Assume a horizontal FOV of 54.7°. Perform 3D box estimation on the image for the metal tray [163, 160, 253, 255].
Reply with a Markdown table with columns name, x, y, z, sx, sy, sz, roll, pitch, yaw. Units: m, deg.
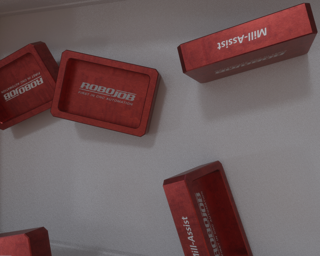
| name | x | y | z | sx | sy | sz | roll | pitch | yaw |
| --- | --- | --- | --- | --- | --- | --- | --- | --- | --- |
| metal tray | 0.058 | 0.109 | 0.352 | 0.030 | 0.091 | 0.129 | -22 | 82 | 35 |

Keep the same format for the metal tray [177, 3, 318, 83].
| name | x | y | z | sx | sy | sz | roll | pitch | yaw |
| --- | --- | --- | --- | --- | --- | --- | --- | --- | --- |
| metal tray | 0.095 | -0.086 | 0.342 | 0.130 | 0.090 | 0.030 | -14 | 86 | 19 |

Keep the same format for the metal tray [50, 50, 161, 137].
| name | x | y | z | sx | sy | sz | roll | pitch | yaw |
| --- | --- | --- | --- | --- | --- | --- | --- | --- | --- |
| metal tray | -0.072 | -0.046 | 0.416 | 0.131 | 0.030 | 0.089 | 13 | 95 | 5 |

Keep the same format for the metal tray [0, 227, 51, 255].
| name | x | y | z | sx | sy | sz | roll | pitch | yaw |
| --- | --- | --- | --- | --- | --- | --- | --- | --- | --- |
| metal tray | -0.159 | 0.182 | 0.339 | 0.090 | 0.030 | 0.129 | -14 | 83 | 18 |

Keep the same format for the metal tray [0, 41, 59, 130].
| name | x | y | z | sx | sy | sz | roll | pitch | yaw |
| --- | --- | --- | --- | --- | --- | --- | --- | --- | --- |
| metal tray | -0.208 | -0.061 | 0.463 | 0.130 | 0.030 | 0.090 | -21 | 107 | 18 |
